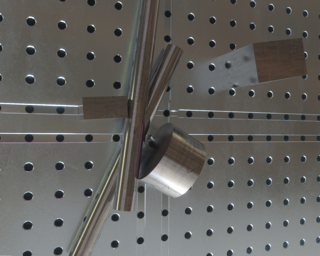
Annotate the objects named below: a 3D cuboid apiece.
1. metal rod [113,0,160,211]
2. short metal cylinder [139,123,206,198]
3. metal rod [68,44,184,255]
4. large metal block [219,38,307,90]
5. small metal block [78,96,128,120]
[{"bbox_3d":[-0.025,-0.051,0.385,0.025,0.025,0.299,10,80,-20],"label":"metal rod"},{"bbox_3d":[0.012,0.040,0.389,0.050,0.080,0.080,33,79,-18],"label":"short metal cylinder"},{"bbox_3d":[-0.040,0.028,0.398,0.025,0.025,0.299,27,81,-19],"label":"metal rod"},{"bbox_3d":[0.143,-0.089,0.438,0.081,0.080,0.050,-11,94,-20],"label":"large metal block"},{"bbox_3d":[-0.070,-0.023,0.374,0.050,0.050,0.025,-4,92,-20],"label":"small metal block"}]
